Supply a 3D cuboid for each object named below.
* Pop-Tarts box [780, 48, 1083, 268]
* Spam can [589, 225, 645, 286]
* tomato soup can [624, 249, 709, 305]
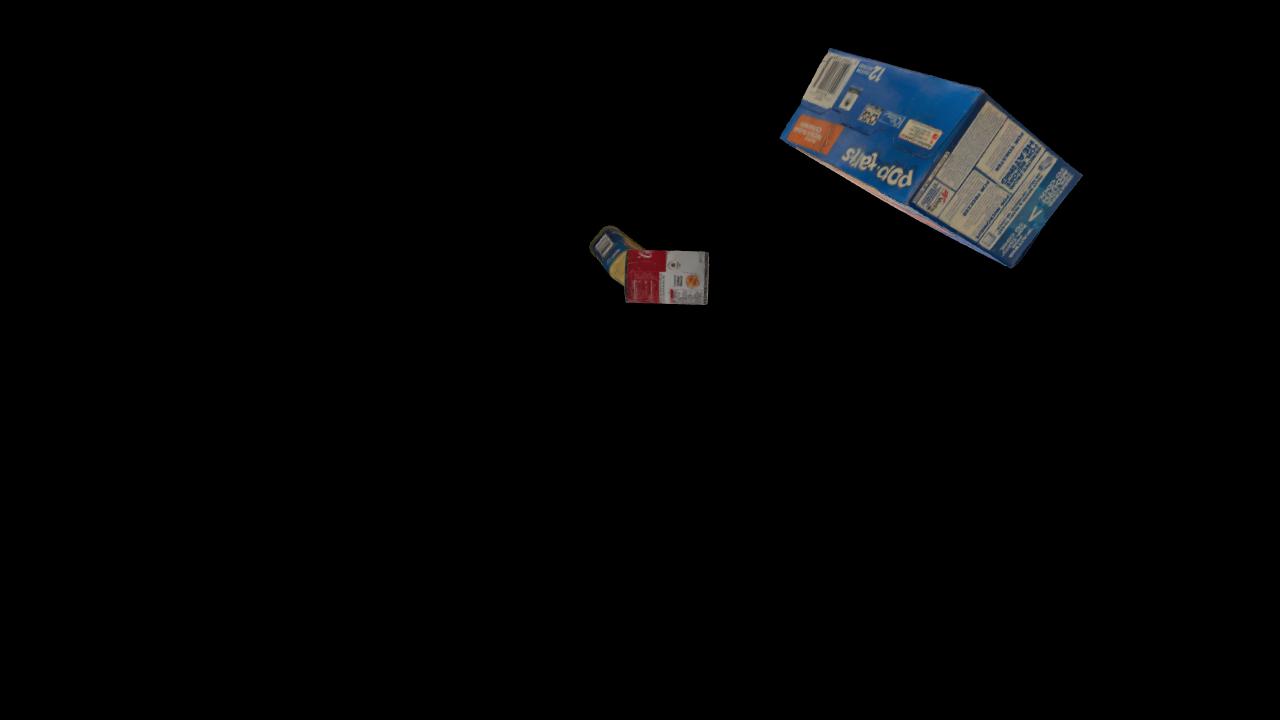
[{"bbox_3d":[0.220,-0.162,0.487,0.141,0.083,0.167,15,27,-31],"label":"Pop-Tarts box"},{"bbox_3d":[-0.018,-0.149,0.950,0.101,0.058,0.085,30,18,-39],"label":"Spam can"},{"bbox_3d":[0.034,-0.102,0.759,0.101,0.068,0.068,3,0,5],"label":"tomato soup can"}]
